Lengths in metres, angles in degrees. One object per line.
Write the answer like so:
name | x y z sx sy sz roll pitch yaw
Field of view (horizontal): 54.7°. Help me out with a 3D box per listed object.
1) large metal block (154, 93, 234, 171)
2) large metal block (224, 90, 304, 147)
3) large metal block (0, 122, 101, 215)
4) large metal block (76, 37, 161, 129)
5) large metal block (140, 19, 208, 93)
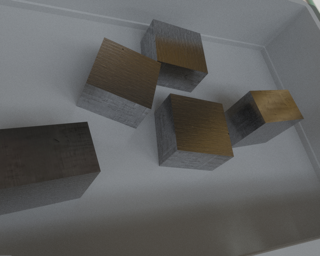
large metal block | 0.042 0.008 0.410 0.081 0.050 0.080 9 58 -24
large metal block | 0.146 -0.013 0.460 0.081 0.080 0.050 -6 65 -31
large metal block | -0.111 0.038 0.288 0.081 0.080 0.050 -6 65 -31
large metal block | -0.051 -0.057 0.398 0.080 0.050 0.080 22 54 -16
large metal block | 0.019 -0.107 0.467 0.081 0.050 0.080 9 58 -24
